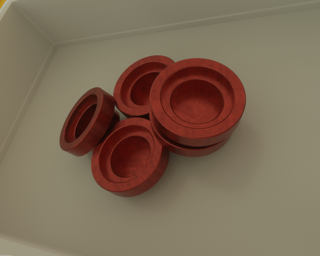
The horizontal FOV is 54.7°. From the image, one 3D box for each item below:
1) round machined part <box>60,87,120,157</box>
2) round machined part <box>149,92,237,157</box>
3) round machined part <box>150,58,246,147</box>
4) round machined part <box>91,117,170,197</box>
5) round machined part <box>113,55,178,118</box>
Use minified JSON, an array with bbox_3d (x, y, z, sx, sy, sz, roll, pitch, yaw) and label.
[{"bbox_3d":[-0.093,-0.005,0.432,0.098,0.042,0.098,-31,41,33],"label":"round machined part"},{"bbox_3d":[0.038,-0.011,0.366,0.099,0.042,0.098,-1,63,2],"label":"round machined part"},{"bbox_3d":[0.040,-0.024,0.337,0.099,0.042,0.098,-1,64,3],"label":"round machined part"},{"bbox_3d":[-0.033,0.039,0.385,0.098,0.042,0.098,-13,56,21],"label":"round machined part"},{"bbox_3d":[-0.012,-0.049,0.428,0.098,0.042,0.098,-13,56,21],"label":"round machined part"}]
